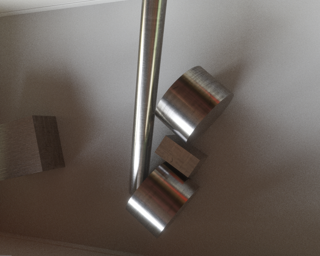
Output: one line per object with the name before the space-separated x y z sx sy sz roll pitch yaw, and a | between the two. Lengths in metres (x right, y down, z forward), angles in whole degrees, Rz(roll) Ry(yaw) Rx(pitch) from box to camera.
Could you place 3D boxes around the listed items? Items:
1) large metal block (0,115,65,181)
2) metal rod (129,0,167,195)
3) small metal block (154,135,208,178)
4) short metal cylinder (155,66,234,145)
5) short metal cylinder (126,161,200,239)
large metal block | -0.199 0.030 0.465 0.080 0.050 0.080 -14 86 19
metal rod | -0.015 -0.045 0.354 0.025 0.025 0.298 17 119 19
small metal block | 0.028 0.033 0.387 0.050 0.050 0.025 36 102 16
short metal cylinder | 0.041 -0.026 0.366 0.050 0.080 0.080 44 103 14
short metal cylinder | 0.004 0.086 0.379 0.050 0.080 0.080 39 102 15
